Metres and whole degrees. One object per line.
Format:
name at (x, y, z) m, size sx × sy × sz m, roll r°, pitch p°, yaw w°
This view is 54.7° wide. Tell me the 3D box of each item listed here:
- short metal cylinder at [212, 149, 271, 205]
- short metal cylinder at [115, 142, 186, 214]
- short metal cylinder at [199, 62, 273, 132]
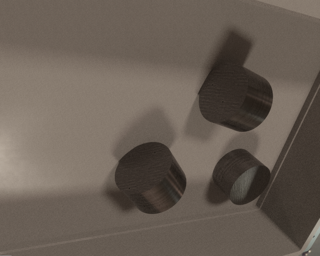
short metal cylinder at (0.136, 0.082, 0.520) m, size 0.081 × 0.050 × 0.079 m, roll -14°, pitch 125°, yaw -21°
short metal cylinder at (-0.012, 0.065, 0.409) m, size 0.080 × 0.080 × 0.050 m, roll -35°, pitch 129°, yaw -5°
short metal cylinder at (0.097, -0.039, 0.404) m, size 0.050 × 0.080 × 0.080 m, roll 17°, pitch 109°, yaw -35°
